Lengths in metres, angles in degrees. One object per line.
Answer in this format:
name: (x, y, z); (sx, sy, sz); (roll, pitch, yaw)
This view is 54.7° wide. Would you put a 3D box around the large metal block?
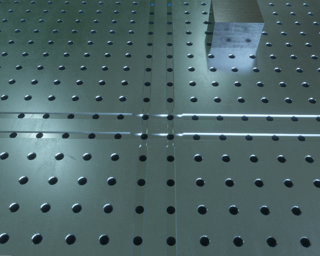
large metal block: (0.131, -0.186, 0.549); (0.080, 0.050, 0.080); (1, 50, 1)
